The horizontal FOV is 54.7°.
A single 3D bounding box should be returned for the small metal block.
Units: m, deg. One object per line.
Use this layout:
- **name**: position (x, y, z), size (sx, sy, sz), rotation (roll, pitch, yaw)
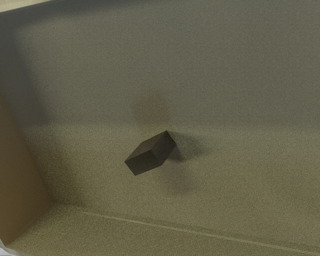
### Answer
- **small metal block**: position (-0.012, 0.034, 0.419), size (0.050, 0.050, 0.025), rotation (-27, 104, 37)
